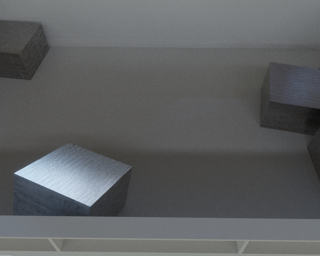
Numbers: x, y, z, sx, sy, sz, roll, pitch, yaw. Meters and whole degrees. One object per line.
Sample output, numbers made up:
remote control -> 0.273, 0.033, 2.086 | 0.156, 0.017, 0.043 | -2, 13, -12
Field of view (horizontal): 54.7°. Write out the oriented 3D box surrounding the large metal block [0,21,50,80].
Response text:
large metal block -> -0.236, -0.125, 0.492 | 0.080, 0.050, 0.080 | 6, 50, 5

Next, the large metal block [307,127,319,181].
large metal block -> 0.215, 0.031, 0.345 | 0.050, 0.080, 0.080 | 0, 50, 0

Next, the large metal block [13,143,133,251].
large metal block -> -0.085, 0.063, 0.314 | 0.080, 0.050, 0.080 | 19, 24, 15

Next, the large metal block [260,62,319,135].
large metal block -> 0.185, -0.040, 0.424 | 0.080, 0.050, 0.080 | 10, 51, 8
